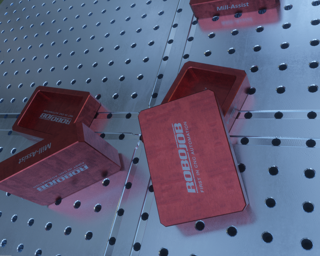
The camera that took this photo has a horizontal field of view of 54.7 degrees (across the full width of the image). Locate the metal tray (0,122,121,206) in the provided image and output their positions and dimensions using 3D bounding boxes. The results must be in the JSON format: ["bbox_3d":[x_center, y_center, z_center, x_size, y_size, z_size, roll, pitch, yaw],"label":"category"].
[{"bbox_3d":[-0.129,0.051,0.400,0.130,0.090,0.030,-27,53,11],"label":"metal tray"}]

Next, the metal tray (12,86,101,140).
[{"bbox_3d":[-0.170,-0.019,0.503,0.130,0.030,0.090,10,67,32],"label":"metal tray"}]

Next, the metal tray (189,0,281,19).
[{"bbox_3d":[0.118,-0.219,0.477,0.130,0.030,0.090,2,63,28],"label":"metal tray"}]

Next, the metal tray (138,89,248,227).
[{"bbox_3d":[0.034,0.033,0.338,0.090,0.030,0.129,-17,75,16],"label":"metal tray"}]

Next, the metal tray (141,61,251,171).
[{"bbox_3d":[0.046,-0.020,0.392,0.090,0.030,0.130,19,71,35],"label":"metal tray"}]
